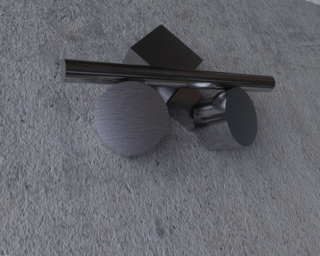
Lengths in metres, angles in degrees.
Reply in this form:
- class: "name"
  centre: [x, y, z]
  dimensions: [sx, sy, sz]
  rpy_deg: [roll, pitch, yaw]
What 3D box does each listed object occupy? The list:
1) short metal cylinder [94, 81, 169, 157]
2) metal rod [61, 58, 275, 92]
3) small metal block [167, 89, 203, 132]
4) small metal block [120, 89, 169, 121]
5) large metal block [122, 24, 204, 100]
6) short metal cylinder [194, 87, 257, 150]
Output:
- class: "short metal cylinder"
  centre: [-0.034, -0.008, 0.357]
  dimensions: [0.081, 0.050, 0.080]
  rpy_deg: [2, 79, -10]
- class: "metal rod"
  centre: [0.032, -0.063, 0.394]
  dimensions: [0.303, 0.025, 0.025]
  rpy_deg: [-1, 63, -29]
- class: "small metal block"
  centre: [0.040, -0.031, 0.445]
  dimensions: [0.050, 0.025, 0.050]
  rpy_deg: [40, 51, -1]
- class: "small metal block"
  centre: [-0.025, -0.033, 0.412]
  dimensions: [0.050, 0.025, 0.050]
  rpy_deg: [40, 50, -1]
- class: "large metal block"
  centre: [0.002, -0.089, 0.442]
  dimensions: [0.080, 0.050, 0.080]
  rpy_deg: [41, 51, -1]
- class: "short metal cylinder"
  centre: [0.091, -0.011, 0.427]
  dimensions: [0.081, 0.050, 0.080]
  rpy_deg: [13, 72, -44]
